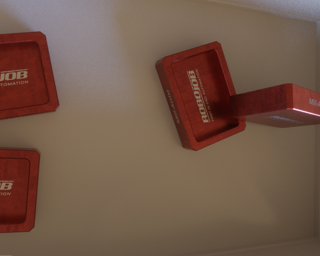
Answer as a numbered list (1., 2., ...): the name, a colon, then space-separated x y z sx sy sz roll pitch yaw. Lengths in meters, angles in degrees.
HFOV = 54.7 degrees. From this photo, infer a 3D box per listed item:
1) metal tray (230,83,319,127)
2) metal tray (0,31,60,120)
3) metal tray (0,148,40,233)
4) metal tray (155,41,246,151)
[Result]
1. metal tray: 0.169 -0.025 0.417 0.131 0.090 0.030 7 80 -37
2. metal tray: -0.186 -0.052 0.339 0.131 0.030 0.089 -11 94 -20
3. metal tray: -0.202 0.065 0.333 0.131 0.030 0.089 4 89 -20
4. metal tray: 0.058 -0.044 0.428 0.091 0.030 0.129 -21 97 -19
